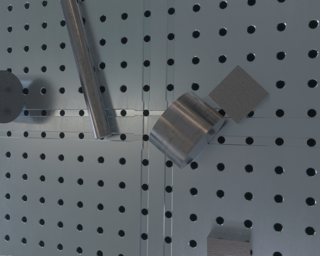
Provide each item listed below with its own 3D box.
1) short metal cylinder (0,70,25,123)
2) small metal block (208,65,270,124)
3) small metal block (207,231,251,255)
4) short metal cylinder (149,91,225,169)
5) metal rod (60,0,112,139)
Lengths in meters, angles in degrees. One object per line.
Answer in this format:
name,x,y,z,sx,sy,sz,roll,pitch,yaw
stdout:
short metal cylinder,-0.257,-0.048,0.474,0.050,0.080,0.079,4,91,20
small metal block,0.096,-0.040,0.379,0.050,0.025,0.050,-46,76,14
small metal block,0.086,0.159,0.382,0.050,0.025,0.050,0,90,20
short metal cylinder,0.033,0.003,0.372,0.050,0.080,0.080,41,103,15
metal rod,-0.119,-0.130,0.454,0.025,0.025,0.298,-17,84,19
